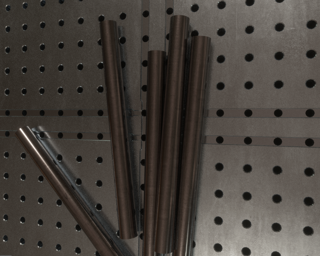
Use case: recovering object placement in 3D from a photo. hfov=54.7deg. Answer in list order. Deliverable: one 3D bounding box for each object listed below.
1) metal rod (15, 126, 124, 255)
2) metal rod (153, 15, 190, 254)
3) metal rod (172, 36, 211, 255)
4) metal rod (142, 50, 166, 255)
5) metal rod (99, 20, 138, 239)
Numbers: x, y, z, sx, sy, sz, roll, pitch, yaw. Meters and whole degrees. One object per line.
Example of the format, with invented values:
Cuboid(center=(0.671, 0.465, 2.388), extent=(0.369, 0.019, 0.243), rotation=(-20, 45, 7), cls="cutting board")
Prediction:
Cuboid(center=(-0.121, 0.116, 0.453), extent=(0.025, 0.025, 0.300), rotation=(-44, 77, 14), cls="metal rod")
Cuboid(center=(0.015, 0.006, 0.398), extent=(0.025, 0.025, 0.298), rotation=(4, 88, 19), cls="metal rod")
Cuboid(center=(0.040, 0.035, 0.397), extent=(0.025, 0.025, 0.298), rotation=(6, 92, 19), cls="metal rod")
Cuboid(center=(-0.008, 0.048, 0.414), extent=(0.025, 0.025, 0.298), rotation=(2, 91, 19), cls="metal rod")
Cuboid(center=(-0.058, 0.001, 0.431), extent=(0.025, 0.025, 0.298), rotation=(-6, 88, 19), cls="metal rod")
